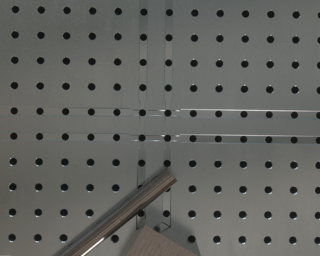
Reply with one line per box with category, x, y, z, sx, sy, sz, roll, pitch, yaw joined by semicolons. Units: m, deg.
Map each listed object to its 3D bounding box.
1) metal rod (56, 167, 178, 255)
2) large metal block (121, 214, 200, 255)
metal rod;-0.101;0.156;0.412;0.300;0.025;0.025;-39;91;-1
large metal block;-0.004;0.172;0.401;0.080;0.050;0.080;31;90;-1
